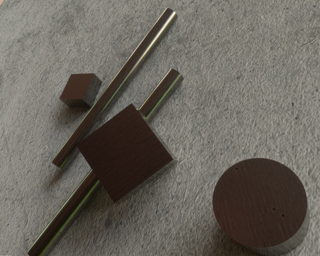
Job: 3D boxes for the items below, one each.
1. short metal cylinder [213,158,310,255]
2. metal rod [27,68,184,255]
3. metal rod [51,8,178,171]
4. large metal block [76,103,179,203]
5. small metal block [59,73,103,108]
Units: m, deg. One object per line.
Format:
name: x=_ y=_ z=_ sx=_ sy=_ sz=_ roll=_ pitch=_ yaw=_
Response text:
short metal cylinder: x=0.096 y=0.075 z=0.292 sx=0.080 sy=0.050 sz=0.080 roll=-13 pitch=56 yaw=21
metal rod: x=-0.066 y=0.042 z=0.412 sx=0.025 sy=0.025 sz=0.300 roll=30 pitch=78 yaw=37
metal rod: x=-0.064 y=-0.066 z=0.477 sx=0.025 sy=0.025 sz=0.300 roll=25 pitch=75 yaw=36
large metal block: x=-0.036 y=0.031 z=0.369 sx=0.080 sy=0.050 sz=0.080 roll=-37 pitch=77 yaw=2
small metal block: x=-0.130 y=-0.062 z=0.510 sx=0.050 sy=0.025 sz=0.050 roll=4 pitch=63 yaw=29
